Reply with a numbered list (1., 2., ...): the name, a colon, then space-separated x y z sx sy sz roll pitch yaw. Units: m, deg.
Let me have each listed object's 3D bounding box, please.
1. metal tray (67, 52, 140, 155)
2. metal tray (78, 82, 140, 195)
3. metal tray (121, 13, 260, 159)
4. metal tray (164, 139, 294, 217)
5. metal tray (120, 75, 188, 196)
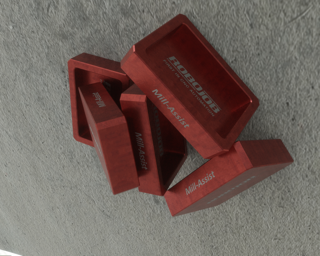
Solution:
1. metal tray: -0.077 -0.029 0.426 0.090 0.030 0.129 18 126 17
2. metal tray: -0.064 0.007 0.371 0.130 0.030 0.089 -131 29 -57
3. metal tray: 0.035 -0.044 0.317 0.130 0.090 0.030 47 143 -6
4. metal tray: 0.076 0.059 0.362 0.129 0.091 0.030 -44 58 39
5. metal tray: -0.001 0.003 0.368 0.030 0.090 0.129 6 122 25
